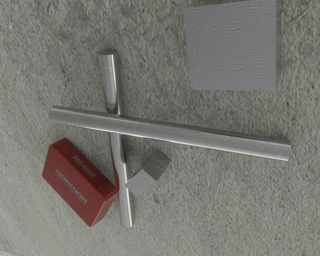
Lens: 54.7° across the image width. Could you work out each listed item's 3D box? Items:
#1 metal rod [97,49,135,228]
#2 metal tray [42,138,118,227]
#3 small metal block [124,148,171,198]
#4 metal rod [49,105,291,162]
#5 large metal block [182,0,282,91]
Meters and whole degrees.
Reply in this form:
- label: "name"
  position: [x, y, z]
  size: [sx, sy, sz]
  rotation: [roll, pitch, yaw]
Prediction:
- label: "metal rod"
  position: [-0.060, 0.034, 0.457]
  size: [0.025, 0.025, 0.298]
  rotation: [12, 123, 21]
- label: "metal tray"
  position: [-0.136, 0.090, 0.512]
  size: [0.130, 0.030, 0.089]
  rotation: [41, 130, 15]
- label: "small metal block"
  position: [-0.017, 0.063, 0.437]
  size: [0.025, 0.050, 0.050]
  rotation: [43, 129, -2]
- label: "metal rod"
  position: [0.000, 0.003, 0.385]
  size: [0.301, 0.025, 0.025]
  rotation: [9, 123, 15]
- label: "large metal block"
  position: [0.073, -0.083, 0.300]
  size: [0.080, 0.050, 0.079]
  rotation: [4, 120, 26]
